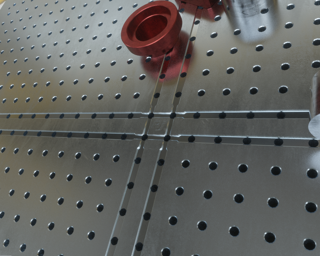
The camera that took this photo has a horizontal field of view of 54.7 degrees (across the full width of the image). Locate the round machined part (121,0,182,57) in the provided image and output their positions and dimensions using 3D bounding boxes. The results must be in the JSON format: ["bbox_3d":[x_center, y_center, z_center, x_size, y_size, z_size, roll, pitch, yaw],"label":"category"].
[{"bbox_3d":[-0.009,-0.153,0.497,0.098,0.042,0.098,-13,56,21],"label":"round machined part"}]

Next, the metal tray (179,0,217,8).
[{"bbox_3d":[0.087,-0.267,0.523,0.130,0.030,0.090,-49,52,-7],"label":"metal tray"}]

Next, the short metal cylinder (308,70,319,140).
[{"bbox_3d":[0.184,-0.021,0.289,0.080,0.080,0.050,2,63,29],"label":"short metal cylinder"}]

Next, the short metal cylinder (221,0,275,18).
[{"bbox_3d":[0.126,-0.209,0.454,0.080,0.050,0.080,-13,56,21],"label":"short metal cylinder"}]
